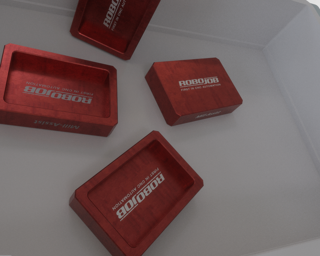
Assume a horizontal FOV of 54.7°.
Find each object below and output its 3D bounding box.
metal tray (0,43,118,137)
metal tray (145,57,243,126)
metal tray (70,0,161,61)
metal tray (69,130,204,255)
[{"bbox_3d":[-0.117,-0.043,0.364,0.131,0.030,0.090,8,58,-24],"label":"metal tray"},{"bbox_3d":[0.053,-0.058,0.466,0.131,0.030,0.090,-13,68,-33],"label":"metal tray"},{"bbox_3d":[-0.056,-0.159,0.403,0.090,0.129,0.030,23,47,-15],"label":"metal tray"},{"bbox_3d":[-0.021,0.071,0.347,0.090,0.030,0.131,48,51,5],"label":"metal tray"}]
